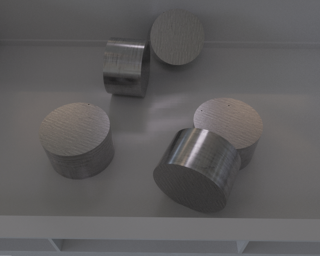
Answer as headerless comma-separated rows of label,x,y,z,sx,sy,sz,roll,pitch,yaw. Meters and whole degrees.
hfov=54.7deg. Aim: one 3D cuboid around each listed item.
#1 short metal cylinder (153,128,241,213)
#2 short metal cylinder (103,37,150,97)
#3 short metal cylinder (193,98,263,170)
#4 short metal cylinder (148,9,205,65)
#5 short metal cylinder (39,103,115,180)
short metal cylinder,0.040,0.046,0.331,0.080,0.080,0.050,20,53,16
short metal cylinder,-0.045,-0.087,0.442,0.050,0.080,0.080,6,50,5
short metal cylinder,0.080,0.008,0.382,0.080,0.050,0.080,0,50,0
short metal cylinder,0.023,-0.137,0.476,0.081,0.079,0.050,-8,11,-7
short metal cylinder,-0.098,0.015,0.375,0.080,0.050,0.080,0,50,0
